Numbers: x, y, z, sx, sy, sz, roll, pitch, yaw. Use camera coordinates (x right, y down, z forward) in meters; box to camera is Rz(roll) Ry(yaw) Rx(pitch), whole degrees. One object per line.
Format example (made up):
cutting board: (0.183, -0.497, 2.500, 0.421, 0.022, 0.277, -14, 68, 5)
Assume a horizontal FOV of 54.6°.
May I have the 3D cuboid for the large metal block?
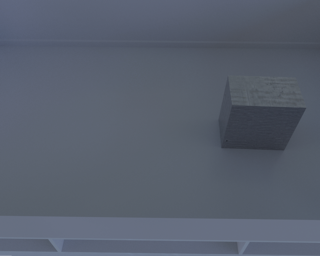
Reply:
large metal block: (0.120, -0.017, 0.385, 0.080, 0.080, 0.050, 2, 50, 2)
